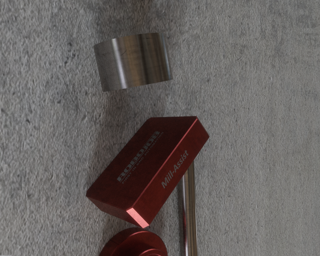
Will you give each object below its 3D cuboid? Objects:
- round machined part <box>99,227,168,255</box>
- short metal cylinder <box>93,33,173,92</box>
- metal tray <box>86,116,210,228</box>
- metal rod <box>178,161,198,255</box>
[{"bbox_3d":[-0.026,0.175,0.374,0.099,0.042,0.097,0,90,-40],"label":"round machined part"},{"bbox_3d":[-0.029,-0.072,0.346,0.081,0.080,0.050,-18,102,-39],"label":"short metal cylinder"},{"bbox_3d":[-0.014,0.041,0.352,0.130,0.090,0.030,-51,121,-28],"label":"metal tray"},{"bbox_3d":[0.042,0.192,0.443,0.025,0.025,0.298,-5,93,-40],"label":"metal rod"}]
